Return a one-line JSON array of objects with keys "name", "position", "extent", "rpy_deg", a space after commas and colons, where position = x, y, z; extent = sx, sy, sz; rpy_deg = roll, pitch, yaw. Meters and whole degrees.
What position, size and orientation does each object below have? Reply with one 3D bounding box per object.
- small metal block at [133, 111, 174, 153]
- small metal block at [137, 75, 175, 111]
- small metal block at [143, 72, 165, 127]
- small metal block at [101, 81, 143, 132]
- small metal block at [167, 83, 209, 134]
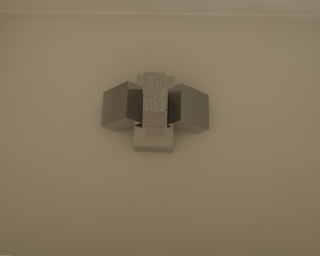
[{"name": "small metal block", "position": [-0.008, 0.004, 0.406], "extent": [0.050, 0.025, 0.050], "rpy_deg": [2, 70, 1]}, {"name": "small metal block", "position": [-0.007, -0.044, 0.423], "extent": [0.050, 0.025, 0.050], "rpy_deg": [3, 70, 0]}, {"name": "small metal block", "position": [-0.007, -0.034, 0.379], "extent": [0.025, 0.050, 0.050], "rpy_deg": [1, 70, 0]}, {"name": "small metal block", "position": [-0.050, -0.027, 0.403], "extent": [0.050, 0.025, 0.050], "rpy_deg": [-17, 64, 40]}, {"name": "small metal block", "position": [0.037, -0.024, 0.404], "extent": [0.050, 0.025, 0.050], "rpy_deg": [17, 66, -36]}]
